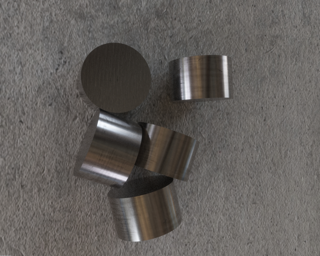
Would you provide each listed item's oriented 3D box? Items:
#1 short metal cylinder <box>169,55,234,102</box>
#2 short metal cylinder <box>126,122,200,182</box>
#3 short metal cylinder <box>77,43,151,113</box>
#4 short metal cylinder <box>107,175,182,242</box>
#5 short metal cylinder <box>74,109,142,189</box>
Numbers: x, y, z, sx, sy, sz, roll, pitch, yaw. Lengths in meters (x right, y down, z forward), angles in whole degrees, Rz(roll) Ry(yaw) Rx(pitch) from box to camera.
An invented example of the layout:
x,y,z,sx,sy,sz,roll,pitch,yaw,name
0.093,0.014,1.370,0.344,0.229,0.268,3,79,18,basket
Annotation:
x,y,z,sx,sy,sz,roll,pitch,yaw,name
0.052,-0.061,0.399,0.081,0.080,0.050,-4,92,-20,short metal cylinder
0.003,0.029,0.381,0.080,0.080,0.050,21,83,-19,short metal cylinder
-0.057,-0.057,0.375,0.081,0.050,0.080,0,90,-20,short metal cylinder
-0.018,0.094,0.373,0.081,0.080,0.050,-14,95,-20,short metal cylinder
-0.061,0.024,0.357,0.050,0.080,0.080,21,83,-19,short metal cylinder
